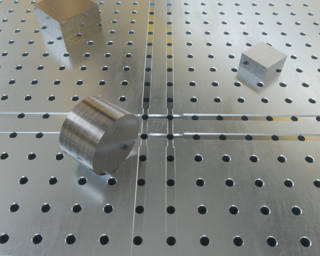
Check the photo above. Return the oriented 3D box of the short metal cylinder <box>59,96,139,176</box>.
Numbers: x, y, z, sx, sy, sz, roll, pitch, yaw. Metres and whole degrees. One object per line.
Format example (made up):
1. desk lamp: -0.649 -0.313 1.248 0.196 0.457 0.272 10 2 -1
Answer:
1. short metal cylinder: -0.069 0.009 0.364 0.050 0.080 0.080 29 56 22

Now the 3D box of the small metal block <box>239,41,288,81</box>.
1. small metal block: 0.166 -0.109 0.500 0.050 0.025 0.050 -32 57 -24

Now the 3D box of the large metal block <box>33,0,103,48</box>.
1. large metal block: -0.164 -0.198 0.557 0.080 0.050 0.080 37 59 27
